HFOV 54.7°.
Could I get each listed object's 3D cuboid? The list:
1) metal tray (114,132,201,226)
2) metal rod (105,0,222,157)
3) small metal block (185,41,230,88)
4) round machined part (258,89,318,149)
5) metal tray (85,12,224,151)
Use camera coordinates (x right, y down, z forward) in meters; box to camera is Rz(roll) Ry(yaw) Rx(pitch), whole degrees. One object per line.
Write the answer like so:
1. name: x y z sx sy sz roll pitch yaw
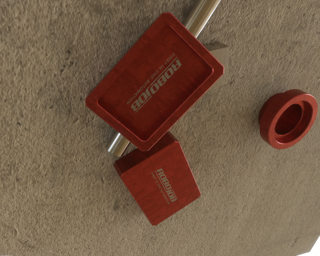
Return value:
1. metal tray: 0.001 0.077 0.454 0.090 0.030 0.130 -31 129 -9
2. metal rod: 0.022 -0.093 0.362 0.025 0.025 0.299 24 105 -37
3. small metal block: 0.059 -0.078 0.393 0.050 0.025 0.050 -17 125 -19
4. round machined part: 0.198 -0.018 0.496 0.099 0.042 0.097 -14 125 -21
5. metal tray: -0.006 -0.049 0.343 0.090 0.030 0.130 41 100 -17
